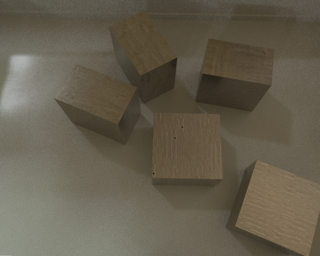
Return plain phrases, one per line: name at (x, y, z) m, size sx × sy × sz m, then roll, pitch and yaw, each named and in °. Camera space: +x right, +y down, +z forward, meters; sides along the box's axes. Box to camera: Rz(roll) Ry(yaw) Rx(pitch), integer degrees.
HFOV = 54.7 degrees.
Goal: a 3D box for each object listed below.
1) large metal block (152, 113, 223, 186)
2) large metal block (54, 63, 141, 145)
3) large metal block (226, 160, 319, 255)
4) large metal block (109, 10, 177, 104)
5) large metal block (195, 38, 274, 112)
large metal block at (0.032, 0.028, 0.387) m, size 0.081 × 0.050 × 0.080 m, roll 1°, pitch 70°, yaw 0°
large metal block at (-0.073, -0.027, 0.389) m, size 0.080 × 0.080 × 0.050 m, roll 22°, pitch 72°, yaw 7°
large metal block at (0.133, 0.094, 0.364) m, size 0.080 × 0.050 × 0.080 m, roll 22°, pitch 71°, yaw 7°
large metal block at (-0.022, -0.091, 0.414) m, size 0.050 × 0.080 × 0.080 m, roll -29°, pitch 73°, yaw -10°
large metal block at (0.094, -0.066, 0.406) m, size 0.080 × 0.080 × 0.050 m, roll 10°, pitch 71°, yaw 3°
